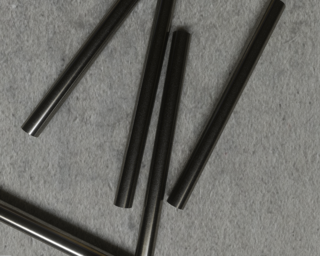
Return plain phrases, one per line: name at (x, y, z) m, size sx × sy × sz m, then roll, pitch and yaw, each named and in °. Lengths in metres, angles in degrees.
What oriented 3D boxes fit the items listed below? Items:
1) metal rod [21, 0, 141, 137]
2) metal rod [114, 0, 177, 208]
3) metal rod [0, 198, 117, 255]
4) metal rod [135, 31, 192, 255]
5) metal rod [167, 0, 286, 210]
metal rod at (-0.082, -0.115, 0.408) m, size 0.025 × 0.025 × 0.299 m, roll 37°, pitch 90°, yaw -1°
metal rod at (-0.018, -0.044, 0.409) m, size 0.025 × 0.025 × 0.298 m, roll 12°, pitch 90°, yaw -1°
metal rod at (-0.144, 0.140, 0.408) m, size 0.301 × 0.025 × 0.025 m, roll 27°, pitch 90°, yaw -1°
metal rod at (0.004, 0.023, 0.410) m, size 0.025 × 0.025 × 0.298 m, roll 10°, pitch 90°, yaw -1°
metal rod at (0.087, -0.031, 0.411) m, size 0.025 × 0.025 × 0.299 m, roll 27°, pitch 90°, yaw -1°
